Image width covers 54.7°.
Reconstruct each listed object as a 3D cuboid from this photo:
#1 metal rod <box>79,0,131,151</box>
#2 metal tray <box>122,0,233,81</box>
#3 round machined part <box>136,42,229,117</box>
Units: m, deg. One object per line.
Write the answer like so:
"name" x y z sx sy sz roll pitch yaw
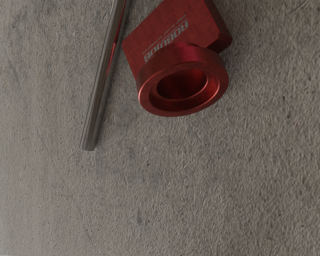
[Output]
"metal rod" -0.078 -0.107 0.468 0.025 0.025 0.298 26 106 37
"metal tray" 0.015 -0.107 0.389 0.130 0.030 0.090 -34 69 34
"round machined part" 0.022 -0.056 0.342 0.098 0.099 0.042 -34 54 35
